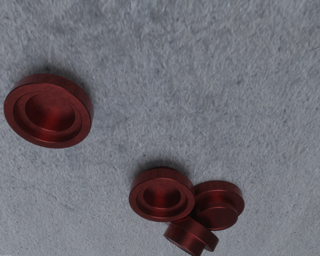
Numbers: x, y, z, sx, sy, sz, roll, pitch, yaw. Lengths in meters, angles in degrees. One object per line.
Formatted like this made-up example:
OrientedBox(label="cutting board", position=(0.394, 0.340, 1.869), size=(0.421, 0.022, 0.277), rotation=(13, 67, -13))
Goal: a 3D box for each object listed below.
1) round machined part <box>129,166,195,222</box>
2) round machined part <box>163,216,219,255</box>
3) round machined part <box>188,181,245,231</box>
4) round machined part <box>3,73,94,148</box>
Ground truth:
OrientedBox(label="round machined part", position=(0.004, 0.097, 0.475), size=(0.099, 0.042, 0.097), rotation=(1, 126, 1))
OrientedBox(label="round machined part", position=(0.045, 0.180, 0.516), size=(0.098, 0.042, 0.098), rotation=(29, 159, 13))
OrientedBox(label="round machined part", position=(0.091, 0.134, 0.512), size=(0.099, 0.042, 0.097), rotation=(-1, 130, 0))
OrientedBox(label="round machined part", position=(-0.129, -0.024, 0.374), size=(0.099, 0.042, 0.097), rotation=(-1, 130, 0))
